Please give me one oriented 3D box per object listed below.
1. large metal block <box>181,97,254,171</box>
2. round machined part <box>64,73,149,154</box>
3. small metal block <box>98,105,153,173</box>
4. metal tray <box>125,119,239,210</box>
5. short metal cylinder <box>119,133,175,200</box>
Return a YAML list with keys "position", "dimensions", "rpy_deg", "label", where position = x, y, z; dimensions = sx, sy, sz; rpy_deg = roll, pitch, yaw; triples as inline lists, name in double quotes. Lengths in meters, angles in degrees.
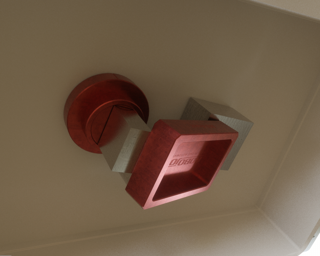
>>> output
- position: [0.071, 0.010, 0.436]
  dimensions: [0.081, 0.050, 0.079]
  rpy_deg: [10, 113, -33]
  label: "large metal block"
- position: [-0.057, -0.010, 0.359]
  dimensions: [0.099, 0.042, 0.097]
  rpy_deg: [-14, 125, -21]
  label: "round machined part"
- position: [-0.038, 0.012, 0.323]
  dimensions: [0.025, 0.050, 0.050]
  rpy_deg: [13, 112, -34]
  label: "small metal block"
- position: [0.030, 0.037, 0.353]
  dimensions: [0.131, 0.030, 0.089]
  rpy_deg: [0, 121, -51]
  label: "metal tray"
- position: [-0.011, 0.049, 0.401]
  dimensions: [0.081, 0.050, 0.080]
  rpy_deg: [-26, 145, -20]
  label: "short metal cylinder"
